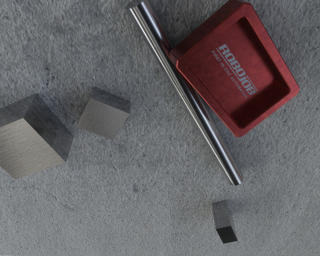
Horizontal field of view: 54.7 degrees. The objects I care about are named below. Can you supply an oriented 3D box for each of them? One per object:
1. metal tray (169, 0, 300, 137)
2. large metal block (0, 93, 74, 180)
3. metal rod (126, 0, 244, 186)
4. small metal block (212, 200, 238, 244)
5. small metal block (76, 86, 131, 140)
[{"bbox_3d":[0.084,-0.059,0.338,0.090,0.030,0.130,-40,122,10],"label":"metal tray"},{"bbox_3d":[-0.173,0.013,0.399,0.080,0.050,0.080,-19,128,15],"label":"large metal block"},{"bbox_3d":[0.047,-0.023,0.388,0.025,0.025,0.299,-22,127,17],"label":"metal rod"},{"bbox_3d":[0.111,0.161,0.530,0.025,0.050,0.050,-17,128,14],"label":"small metal block"},{"bbox_3d":[-0.071,-0.018,0.391,0.050,0.025,0.050,22,127,-19],"label":"small metal block"}]
